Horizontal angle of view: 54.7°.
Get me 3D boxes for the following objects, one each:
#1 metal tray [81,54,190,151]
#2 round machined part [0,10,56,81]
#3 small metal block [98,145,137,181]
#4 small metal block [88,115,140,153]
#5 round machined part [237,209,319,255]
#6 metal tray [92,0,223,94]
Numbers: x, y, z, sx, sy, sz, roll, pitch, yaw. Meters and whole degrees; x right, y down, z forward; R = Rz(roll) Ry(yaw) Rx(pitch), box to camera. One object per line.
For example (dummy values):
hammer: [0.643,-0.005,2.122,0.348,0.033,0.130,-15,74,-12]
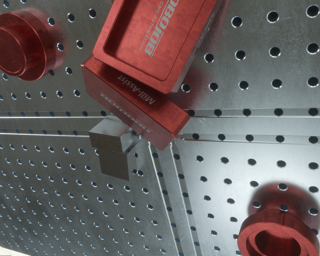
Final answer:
metal tray: [-0.032,-0.030,0.378,0.130,0.030,0.090,38,163,2]
round machined part: [-0.201,-0.112,0.437,0.098,0.042,0.097,13,124,21]
small metal block: [-0.065,0.049,0.476,0.050,0.025,0.050,12,124,21]
small metal block: [-0.062,0.007,0.432,0.050,0.050,0.025,8,122,24]
round machined part: [0.156,0.147,0.409,0.098,0.042,0.097,13,124,21]
metal tray: [0.001,-0.109,0.303,0.090,0.030,0.129,28,101,10]
